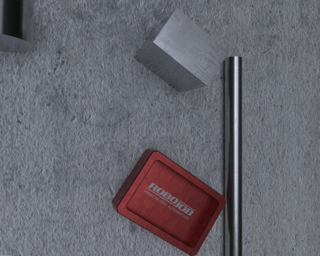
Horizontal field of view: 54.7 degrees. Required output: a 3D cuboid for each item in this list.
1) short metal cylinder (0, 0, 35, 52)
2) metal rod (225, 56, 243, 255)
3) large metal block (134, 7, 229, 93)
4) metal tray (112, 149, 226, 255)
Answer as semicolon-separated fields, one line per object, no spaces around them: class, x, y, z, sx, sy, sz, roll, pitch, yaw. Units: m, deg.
short metal cylinder;-0.172;-0.112;0.316;0.081;0.080;0.050;2;90;-20
metal rod;0.107;0.048;0.450;0.025;0.025;0.298;0;90;-20
large metal block;0.023;-0.092;0.389;0.080;0.080;0.050;36;79;-17
metal tray;0.015;0.099;0.412;0.130;0.030;0.090;36;78;-17
